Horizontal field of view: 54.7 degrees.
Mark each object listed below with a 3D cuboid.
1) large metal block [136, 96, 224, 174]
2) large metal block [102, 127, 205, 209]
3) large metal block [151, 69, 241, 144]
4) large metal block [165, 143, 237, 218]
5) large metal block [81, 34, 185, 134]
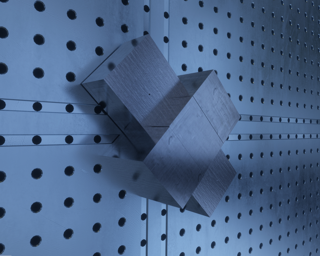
[{"bbox_3d":[0.019,0.009,0.392,0.050,0.080,0.080,-52,121,-27],"label":"large metal block"},{"bbox_3d":[-0.008,0.044,0.369,0.050,0.080,0.080,-52,121,-27],"label":"large metal block"},{"bbox_3d":[0.047,-0.026,0.416,0.050,0.080,0.080,-52,121,-27],"label":"large metal block"},{"bbox_3d":[0.054,0.065,0.441,0.080,0.050,0.080,-51,120,-27],"label":"large metal block"},{"bbox_3d":[-0.029,-0.050,0.367,0.080,0.050,0.080,-52,121,-26],"label":"large metal block"}]
